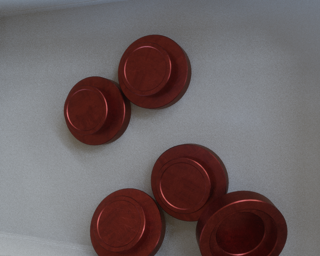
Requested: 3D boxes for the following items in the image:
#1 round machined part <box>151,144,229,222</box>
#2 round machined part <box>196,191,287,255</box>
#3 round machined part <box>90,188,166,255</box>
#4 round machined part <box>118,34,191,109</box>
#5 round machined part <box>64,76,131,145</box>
[{"bbox_3d":[0.034,0.069,0.389,0.098,0.042,0.097,0,90,20],"label":"round machined part"},{"bbox_3d":[0.089,0.115,0.355,0.099,0.042,0.097,-2,107,-6],"label":"round machined part"},{"bbox_3d":[-0.045,0.125,0.398,0.098,0.042,0.098,-7,63,13],"label":"round machined part"},{"bbox_3d":[-0.012,-0.074,0.406,0.098,0.042,0.097,0,90,20],"label":"round machined part"},{"bbox_3d":[-0.094,-0.024,0.435,0.098,0.042,0.097,0,90,20],"label":"round machined part"}]
